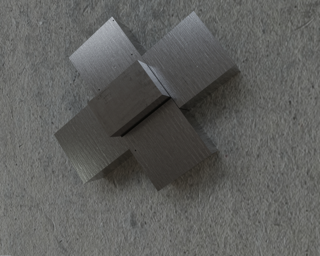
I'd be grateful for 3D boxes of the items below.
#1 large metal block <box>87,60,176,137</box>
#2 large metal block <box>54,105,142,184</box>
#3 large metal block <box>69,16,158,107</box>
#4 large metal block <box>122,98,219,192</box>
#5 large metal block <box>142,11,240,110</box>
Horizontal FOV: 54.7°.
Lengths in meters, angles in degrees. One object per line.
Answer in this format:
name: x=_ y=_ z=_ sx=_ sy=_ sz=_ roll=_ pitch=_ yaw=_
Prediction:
large metal block: x=-0.028 y=-0.033 z=0.390 sx=0.080 sy=0.080 sz=0.050 roll=-38 pitch=78 yaw=16
large metal block: x=-0.082 y=0.017 z=0.424 sx=0.080 sy=0.050 sz=0.080 roll=-38 pitch=78 yaw=15
large metal block: x=-0.060 y=-0.085 z=0.416 sx=0.080 sy=0.050 sz=0.080 roll=-38 pitch=78 yaw=15
large metal block: x=0.014 y=0.020 z=0.390 sx=0.080 sy=0.050 sz=0.080 roll=-38 pitch=78 yaw=15
large metal block: x=0.039 y=-0.079 z=0.382 sx=0.080 sy=0.050 sz=0.080 roll=-38 pitch=78 yaw=15
